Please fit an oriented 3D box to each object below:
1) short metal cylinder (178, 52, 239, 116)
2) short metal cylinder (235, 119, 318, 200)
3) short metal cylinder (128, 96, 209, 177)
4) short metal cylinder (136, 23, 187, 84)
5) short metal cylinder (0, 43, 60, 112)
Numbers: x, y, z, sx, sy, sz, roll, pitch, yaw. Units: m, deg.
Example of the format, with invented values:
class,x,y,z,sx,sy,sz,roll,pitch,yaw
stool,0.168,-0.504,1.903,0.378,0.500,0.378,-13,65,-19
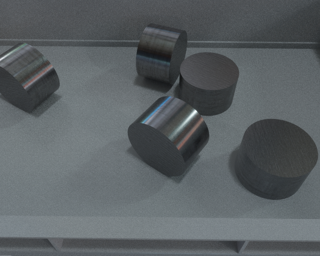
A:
class,x,y,z,sx,sy,sz,roll,pitch,yaw
short metal cylinder,0.068,-0.063,0.442,0.080,0.050,0.080,0,50,0
short metal cylinder,0.132,0.036,0.360,0.080,0.050,0.080,0,50,0
short metal cylinder,0.010,0.010,0.361,0.080,0.080,0.050,29,56,22
short metal cylinder,0.004,-0.110,0.462,0.050,0.080,0.080,17,52,14
short metal cylinder,-0.187,-0.069,0.426,0.080,0.080,0.050,25,55,19
